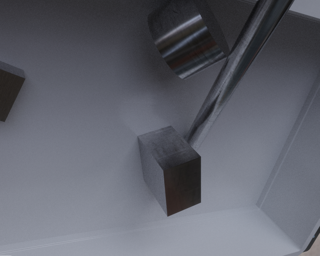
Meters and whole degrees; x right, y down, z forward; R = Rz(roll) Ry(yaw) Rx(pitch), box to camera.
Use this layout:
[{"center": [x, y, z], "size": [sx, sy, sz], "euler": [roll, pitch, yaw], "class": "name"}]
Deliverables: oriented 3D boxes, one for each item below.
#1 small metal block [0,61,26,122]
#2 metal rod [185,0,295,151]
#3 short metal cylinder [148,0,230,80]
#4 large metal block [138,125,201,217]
[{"center": [-0.165, -0.040, 0.295], "size": [0.050, 0.025, 0.050], "euler": [21, 107, -37], "class": "small metal block"}, {"center": [0.072, -0.049, 0.326], "size": [0.025, 0.025, 0.298], "euler": [-16, 155, -19], "class": "metal rod"}, {"center": [0.032, -0.097, 0.322], "size": [0.050, 0.080, 0.080], "euler": [-26, 135, 25], "class": "short metal cylinder"}, {"center": [0.012, 0.055, 0.416], "size": [0.050, 0.080, 0.079], "euler": [-18, 126, -19], "class": "large metal block"}]
